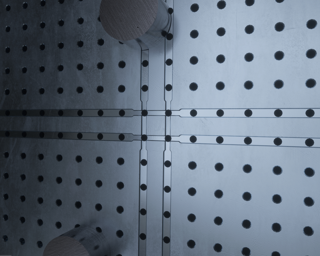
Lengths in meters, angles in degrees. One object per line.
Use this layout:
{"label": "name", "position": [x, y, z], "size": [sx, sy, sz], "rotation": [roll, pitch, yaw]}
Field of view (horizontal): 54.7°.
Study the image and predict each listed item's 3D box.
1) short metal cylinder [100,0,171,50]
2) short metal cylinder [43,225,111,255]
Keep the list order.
{"label": "short metal cylinder", "position": [-0.032, -0.149, 0.410], "size": [0.080, 0.050, 0.079], "rotation": [0, 90, 19]}
{"label": "short metal cylinder", "position": [-0.117, 0.185, 0.439], "size": [0.080, 0.050, 0.079], "rotation": [0, 90, 19]}
